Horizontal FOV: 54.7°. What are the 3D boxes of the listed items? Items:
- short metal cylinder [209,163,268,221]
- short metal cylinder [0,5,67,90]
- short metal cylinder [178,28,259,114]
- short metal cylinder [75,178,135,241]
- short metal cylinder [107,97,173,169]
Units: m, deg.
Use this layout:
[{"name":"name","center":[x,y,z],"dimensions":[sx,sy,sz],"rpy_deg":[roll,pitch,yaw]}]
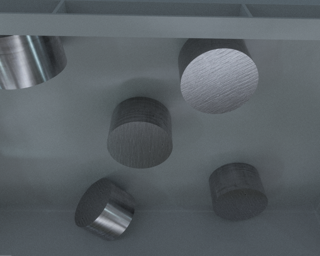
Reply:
[{"name":"short metal cylinder","center":[0.119,0.099,0.479],"dimensions":[0.081,0.050,0.079],"rpy_deg":[0,130,0]},{"name":"short metal cylinder","center":[-0.138,-0.081,0.302],"dimensions":[0.080,0.080,0.050],"rpy_deg":[-3,130,2]},{"name":"short metal cylinder","center":[0.061,-0.062,0.341],"dimensions":[0.081,0.050,0.079],"rpy_deg":[0,130,0]},{"name":"short metal cylinder","center":[-0.085,0.126,0.479],"dimensions":[0.080,0.080,0.050],"rpy_deg":[-33,123,24]},{"name":"short metal cylinder","center":[-0.025,0.007,0.398],"dimensions":[0.081,0.050,0.079],"rpy_deg":[0,130,0]}]
